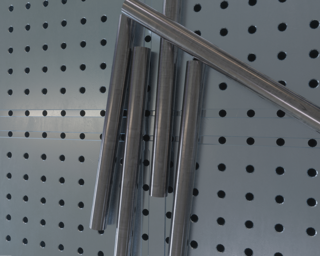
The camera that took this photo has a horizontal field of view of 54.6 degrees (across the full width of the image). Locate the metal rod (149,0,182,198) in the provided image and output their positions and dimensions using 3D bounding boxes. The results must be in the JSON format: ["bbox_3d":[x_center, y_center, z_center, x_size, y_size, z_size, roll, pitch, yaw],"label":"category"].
[{"bbox_3d":[0.009,-0.059,0.409,0.025,0.025,0.298,5,92,20],"label":"metal rod"}]

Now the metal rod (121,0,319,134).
[{"bbox_3d":[0.082,-0.073,0.366,0.300,0.025,0.025,34,101,10],"label":"metal rod"}]

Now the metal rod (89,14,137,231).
[{"bbox_3d":[-0.066,-0.006,0.436,0.025,0.025,0.298,10,93,20],"label":"metal rod"}]

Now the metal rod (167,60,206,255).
[{"bbox_3d":[0.032,0.064,0.401,0.025,0.025,0.298,6,92,20],"label":"metal rod"}]

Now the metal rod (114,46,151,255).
[{"bbox_3d":[-0.039,0.041,0.426,0.025,0.025,0.298,6,92,20],"label":"metal rod"}]
